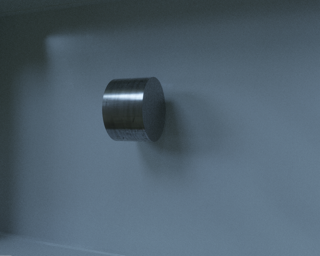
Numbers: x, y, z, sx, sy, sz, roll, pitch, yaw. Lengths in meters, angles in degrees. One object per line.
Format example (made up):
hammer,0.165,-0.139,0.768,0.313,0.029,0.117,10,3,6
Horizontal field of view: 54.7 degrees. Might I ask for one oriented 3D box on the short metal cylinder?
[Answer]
short metal cylinder,-0.030,-0.023,0.388,0.050,0.080,0.079,0,90,20
